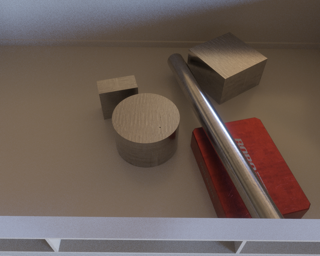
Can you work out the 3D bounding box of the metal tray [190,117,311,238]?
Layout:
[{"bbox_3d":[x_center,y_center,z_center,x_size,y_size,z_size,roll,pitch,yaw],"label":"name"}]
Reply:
[{"bbox_3d":[0.098,0.051,0.361,0.091,0.030,0.130,-10,51,-9],"label":"metal tray"}]

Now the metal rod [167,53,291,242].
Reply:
[{"bbox_3d":[0.061,-0.007,0.370,0.025,0.025,0.300,-11,43,-10],"label":"metal rod"}]

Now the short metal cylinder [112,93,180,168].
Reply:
[{"bbox_3d":[-0.017,0.002,0.387,0.081,0.050,0.080,0,50,0],"label":"short metal cylinder"}]

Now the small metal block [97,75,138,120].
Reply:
[{"bbox_3d":[-0.056,-0.041,0.423,0.050,0.050,0.025,-11,51,-10],"label":"small metal block"}]

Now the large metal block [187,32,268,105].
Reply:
[{"bbox_3d":[0.098,-0.092,0.467,0.081,0.050,0.080,-27,55,-21],"label":"large metal block"}]
